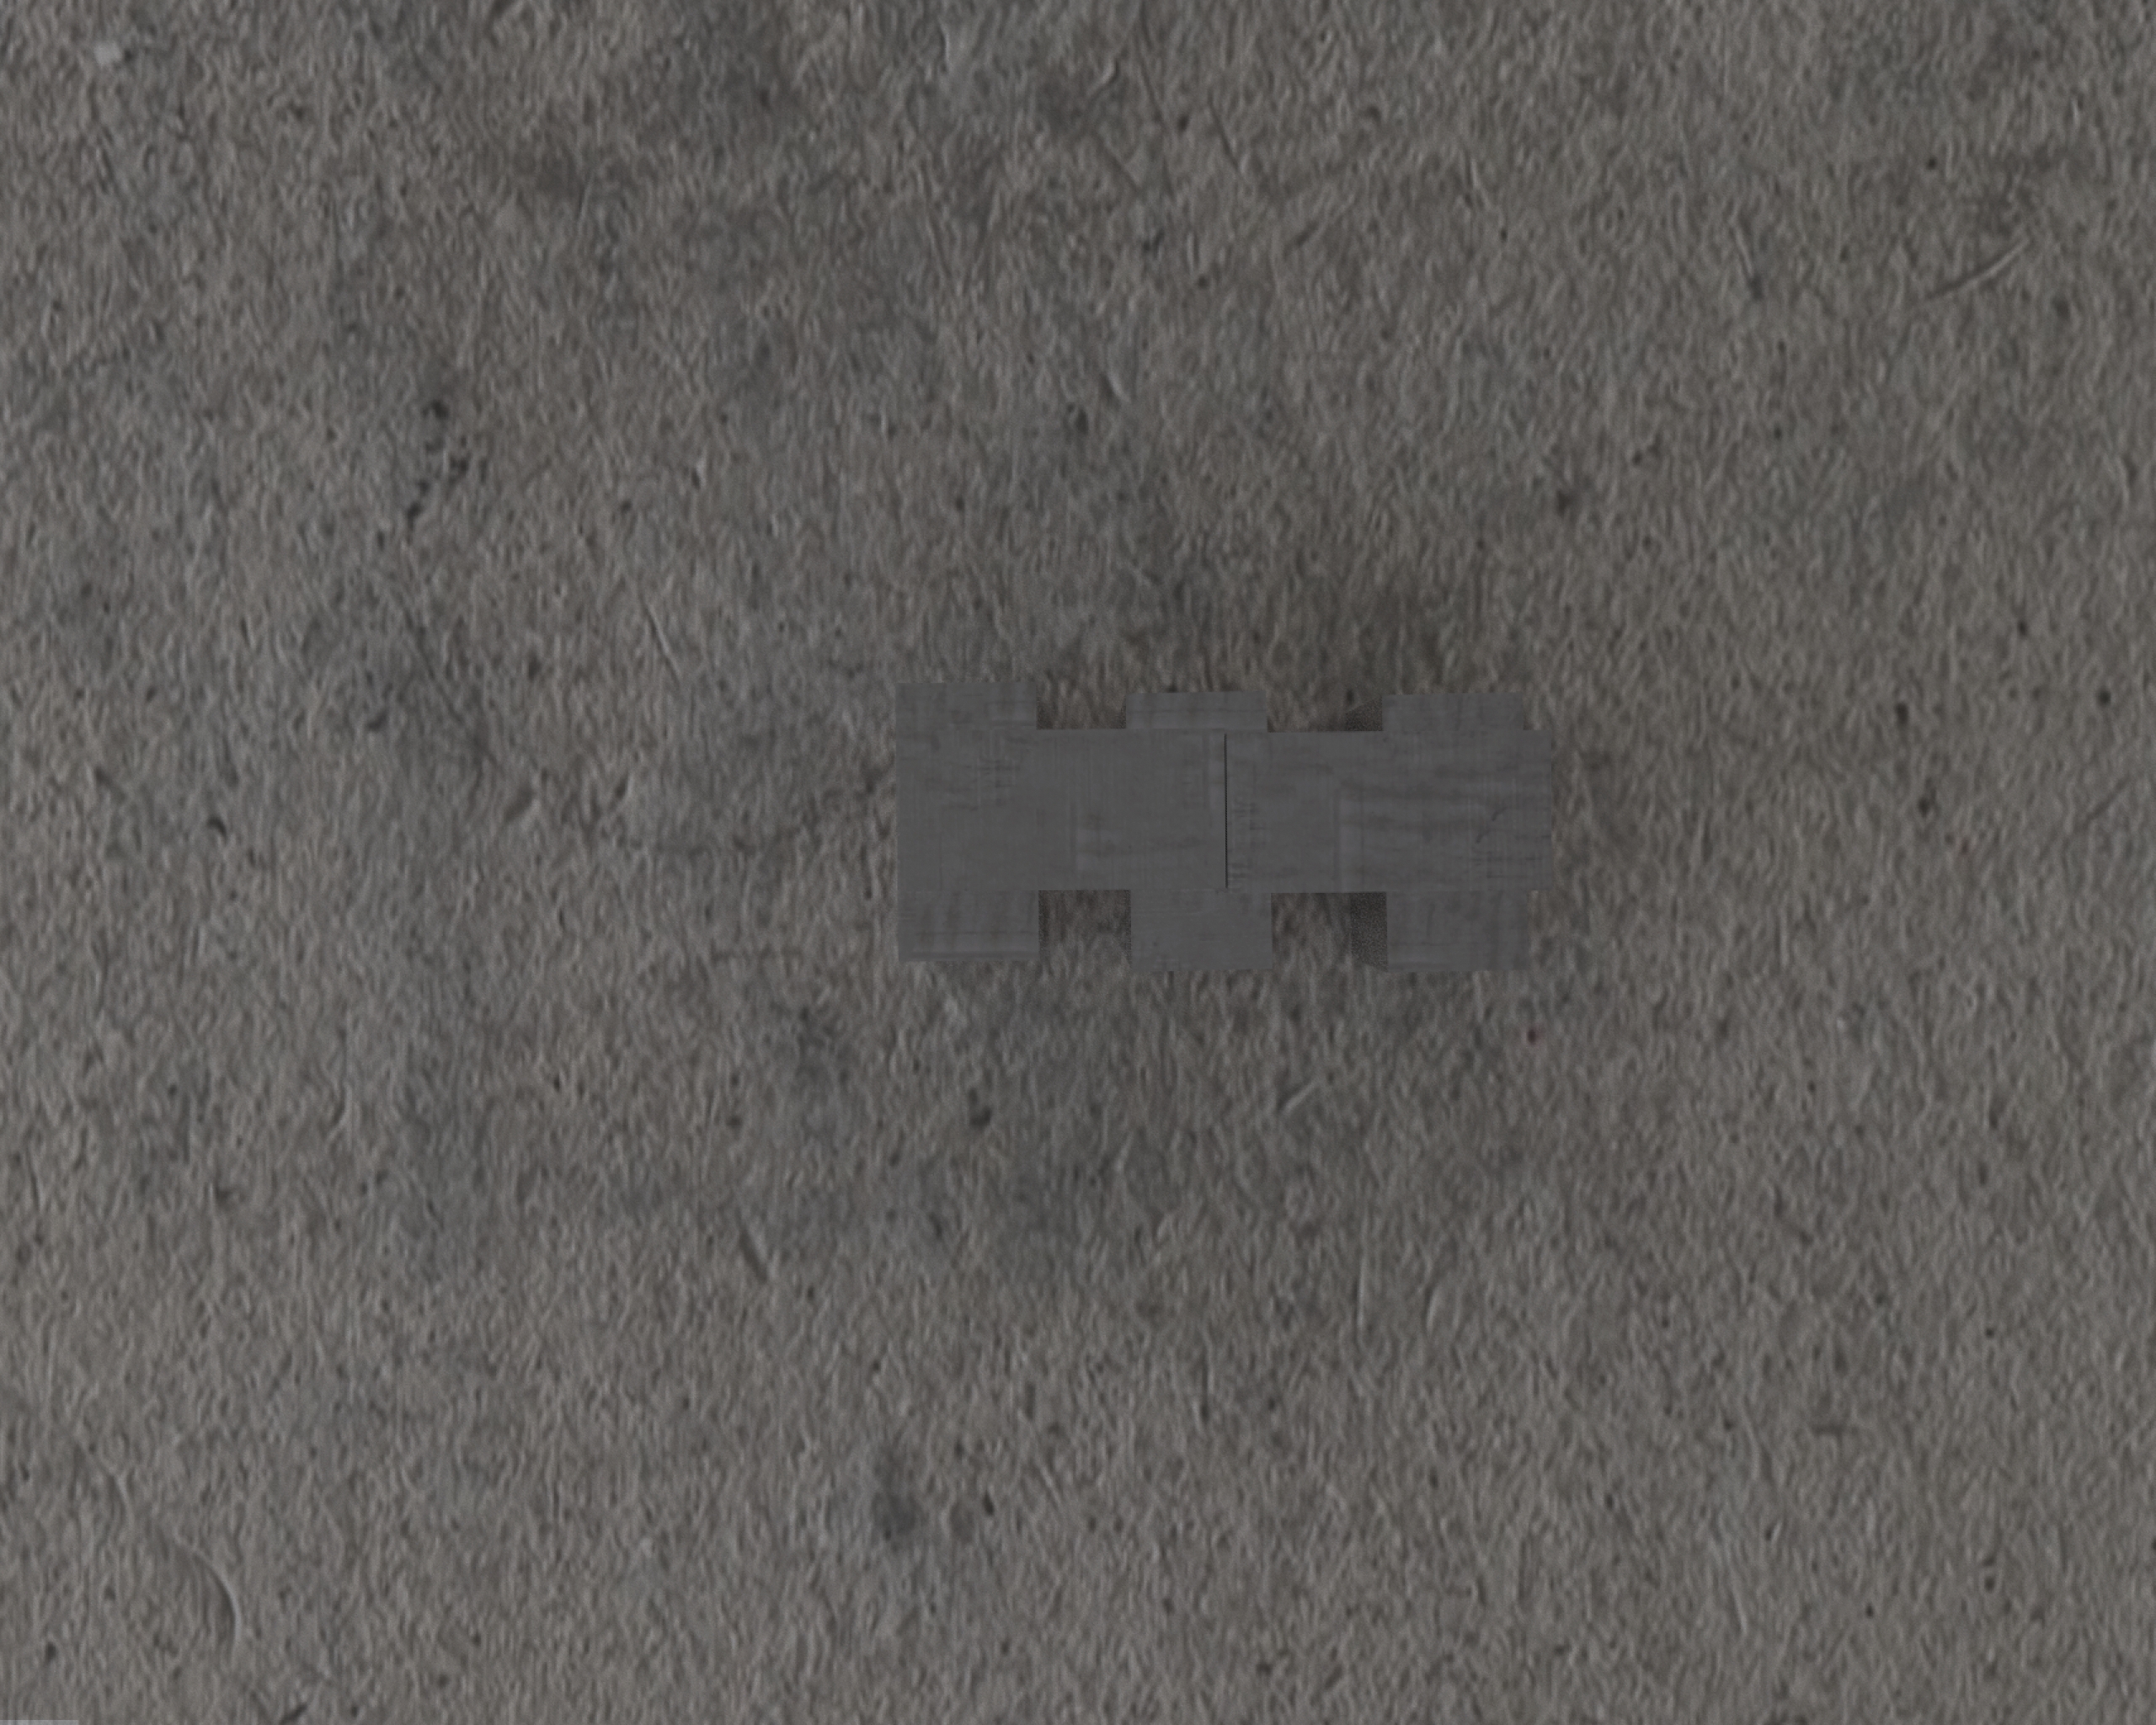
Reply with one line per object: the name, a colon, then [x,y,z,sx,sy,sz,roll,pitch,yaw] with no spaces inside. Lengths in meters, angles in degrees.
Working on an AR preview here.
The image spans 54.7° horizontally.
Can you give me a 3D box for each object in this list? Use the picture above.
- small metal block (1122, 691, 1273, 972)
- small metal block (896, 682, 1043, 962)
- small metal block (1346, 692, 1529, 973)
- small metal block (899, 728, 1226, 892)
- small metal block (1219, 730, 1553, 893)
small metal block: [0.022,-0.006,0.398,0.025,0.050,0.050,-1,90,0]
small metal block: [-0.020,-0.007,0.397,0.025,0.050,0.050,-1,90,0]
small metal block: [0.068,-0.006,0.398,0.025,0.050,0.050,-1,90,0]
small metal block: [-0.002,-0.008,0.347,0.050,0.050,0.025,-1,90,0]
small metal block: [0.048,-0.008,0.348,0.050,0.050,0.025,-1,90,0]
